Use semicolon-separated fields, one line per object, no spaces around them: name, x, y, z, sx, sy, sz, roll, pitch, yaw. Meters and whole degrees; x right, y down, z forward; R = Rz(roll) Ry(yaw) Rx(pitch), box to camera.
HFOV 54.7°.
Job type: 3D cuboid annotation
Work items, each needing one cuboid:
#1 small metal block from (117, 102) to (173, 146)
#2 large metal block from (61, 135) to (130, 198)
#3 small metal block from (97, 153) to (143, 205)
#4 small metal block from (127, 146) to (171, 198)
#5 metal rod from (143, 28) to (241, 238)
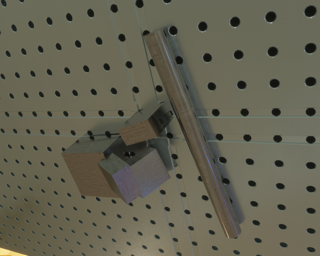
small metal block;-0.018;-0.005;0.400;0.050;0.050;0.025;-17;110;34
large metal block;-0.091;0.059;0.477;0.080;0.050;0.080;-4;117;29
small metal block;-0.054;0.067;0.415;0.050;0.025;0.050;23;141;54
small metal block;-0.020;0.062;0.439;0.025;0.050;0.050;10;129;62
metal rod;0.049;0.021;0.397;0.025;0.025;0.299;-11;113;32
